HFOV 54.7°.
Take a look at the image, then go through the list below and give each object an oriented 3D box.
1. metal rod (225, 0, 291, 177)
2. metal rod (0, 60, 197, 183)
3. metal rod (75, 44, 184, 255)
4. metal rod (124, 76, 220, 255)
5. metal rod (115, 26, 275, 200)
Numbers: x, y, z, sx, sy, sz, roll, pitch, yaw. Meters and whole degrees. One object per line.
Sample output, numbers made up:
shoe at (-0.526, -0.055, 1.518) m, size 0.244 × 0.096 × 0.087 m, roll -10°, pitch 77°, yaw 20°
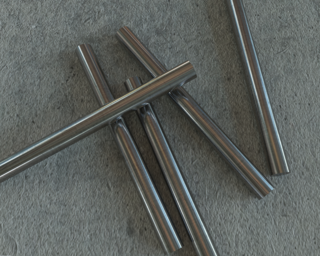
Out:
metal rod at (0.131, -0.081, 0.438) m, size 0.025 × 0.025 × 0.299 m, roll -7°, pitch 70°, yaw -3°
metal rod at (-0.092, -0.003, 0.385) m, size 0.301 × 0.025 × 0.025 m, roll -28°, pitch 73°, yaw -1°
metal rod at (-0.047, 0.014, 0.402) m, size 0.025 × 0.025 × 0.299 m, roll -24°, pitch 72°, yaw -8°
metal rod at (0.019, 0.065, 0.384) m, size 0.025 × 0.025 × 0.299 m, roll -21°, pitch 71°, yaw -8°
metal rod at (0.037, -0.030, 0.419) m, size 0.025 × 0.025 × 0.300 m, roll -37°, pitch 74°, yaw -12°
